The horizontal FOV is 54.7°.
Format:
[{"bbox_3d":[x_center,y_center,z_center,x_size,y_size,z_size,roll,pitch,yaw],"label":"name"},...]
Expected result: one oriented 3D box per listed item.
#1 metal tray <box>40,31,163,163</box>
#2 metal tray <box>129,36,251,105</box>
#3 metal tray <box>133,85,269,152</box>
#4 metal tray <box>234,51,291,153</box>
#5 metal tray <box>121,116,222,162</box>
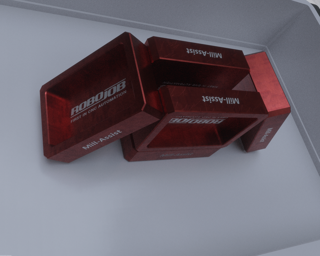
[{"bbox_3d":[-0.067,-0.028,0.320,0.030,0.130,0.090,26,45,-55],"label":"metal tray"},{"bbox_3d":[0.031,-0.061,0.376,0.131,0.090,0.030,0,62,-28],"label":"metal tray"},{"bbox_3d":[0.044,-0.007,0.351,0.131,0.090,0.030,0,62,-29],"label":"metal tray"},{"bbox_3d":[0.130,-0.030,0.426,0.030,0.130,0.090,-13,66,-1],"label":"metal tray"},{"bbox_3d":[0.011,-0.006,0.410,0.131,0.030,0.090,0,62,-29],"label":"metal tray"}]
